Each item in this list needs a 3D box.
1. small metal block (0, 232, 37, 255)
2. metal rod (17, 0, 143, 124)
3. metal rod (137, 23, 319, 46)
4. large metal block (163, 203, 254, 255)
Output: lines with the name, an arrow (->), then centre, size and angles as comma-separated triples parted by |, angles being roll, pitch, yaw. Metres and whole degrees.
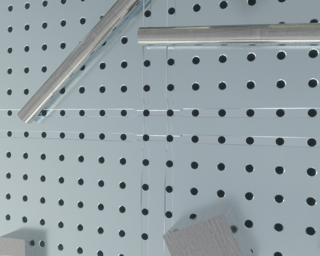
small metal block -> -0.225, 0.196, 0.492 | 0.050, 0.025, 0.050 | -2, 89, 20
metal rod -> -0.107, -0.115, 0.450 | 0.299, 0.025, 0.025 | -43, 77, 15
metal rod -> 0.116, -0.111, 0.371 | 0.301, 0.025, 0.025 | 5, 92, 19
large metal block -> 0.062, 0.149, 0.377 | 0.080, 0.050, 0.080 | -26, 81, 18
